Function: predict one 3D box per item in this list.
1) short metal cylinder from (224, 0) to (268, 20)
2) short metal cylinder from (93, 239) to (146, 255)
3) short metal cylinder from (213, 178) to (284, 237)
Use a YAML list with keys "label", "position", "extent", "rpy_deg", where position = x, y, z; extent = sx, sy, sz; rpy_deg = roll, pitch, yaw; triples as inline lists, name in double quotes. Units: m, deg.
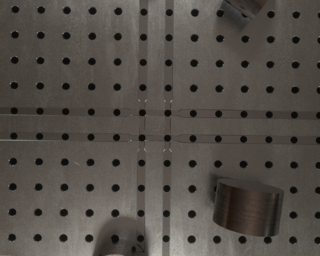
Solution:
- label: "short metal cylinder"
  position: [0.121, -0.185, 0.387]
  extent: [0.050, 0.080, 0.080]
  rpy_deg: [36, 90, 0]
- label: "short metal cylinder"
  position: [-0.055, 0.193, 0.400]
  extent: [0.081, 0.050, 0.079]
  rpy_deg: [0, 90, -1]
- label: "short metal cylinder"
  position: [0.109, 0.096, 0.387]
  extent: [0.081, 0.080, 0.050]
  rpy_deg: [8, 90, -1]
